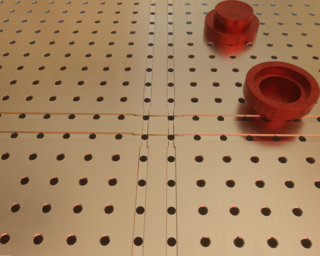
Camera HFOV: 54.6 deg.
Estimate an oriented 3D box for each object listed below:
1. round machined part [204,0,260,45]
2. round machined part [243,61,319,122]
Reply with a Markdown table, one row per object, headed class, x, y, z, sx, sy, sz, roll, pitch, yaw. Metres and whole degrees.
| class | x | y | z | sx | sy | sz | roll | pitch | yaw |
| --- | --- | --- | --- | --- | --- | --- | --- | --- | --- |
| round machined part | 0.131 | -0.196 | 0.562 | 0.099 | 0.042 | 0.098 | 0 | 50 | 0 |
| round machined part | 0.167 | -0.047 | 0.437 | 0.099 | 0.042 | 0.098 | 0 | 50 | 0 |
